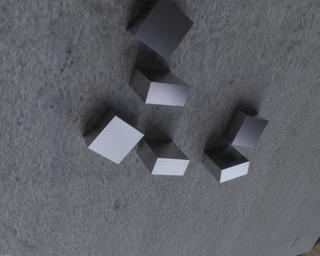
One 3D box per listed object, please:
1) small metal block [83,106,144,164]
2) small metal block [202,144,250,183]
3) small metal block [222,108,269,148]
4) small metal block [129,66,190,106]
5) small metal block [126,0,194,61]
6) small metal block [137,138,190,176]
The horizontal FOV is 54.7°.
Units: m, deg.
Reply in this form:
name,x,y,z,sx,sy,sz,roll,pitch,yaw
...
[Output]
name,x,y,z,sx,sy,sz,roll,pitch,yaw
small metal block,-0.057,0.010,0.383,0.050,0.025,0.050,-49,129,6
small metal block,0.101,0.054,0.482,0.050,0.050,0.025,-14,124,-21
small metal block,0.133,0.001,0.483,0.050,0.025,0.050,10,113,-33
small metal block,-0.001,-0.049,0.361,0.050,0.050,0.025,2,117,-30
small metal block,0.001,-0.111,0.340,0.050,0.025,0.050,28,103,-38
small metal block,0.004,0.038,0.418,0.050,0.050,0.025,8,115,-32
